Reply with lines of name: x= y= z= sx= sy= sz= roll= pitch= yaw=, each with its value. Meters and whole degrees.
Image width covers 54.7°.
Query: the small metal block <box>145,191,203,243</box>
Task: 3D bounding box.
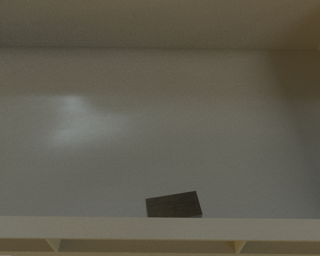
small metal block: x=0.013 y=0.090 z=0.313 sx=0.050 sy=0.050 sz=0.025 roll=-8 pitch=51 yaw=-7
